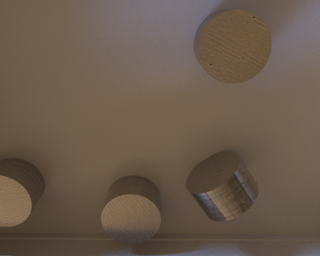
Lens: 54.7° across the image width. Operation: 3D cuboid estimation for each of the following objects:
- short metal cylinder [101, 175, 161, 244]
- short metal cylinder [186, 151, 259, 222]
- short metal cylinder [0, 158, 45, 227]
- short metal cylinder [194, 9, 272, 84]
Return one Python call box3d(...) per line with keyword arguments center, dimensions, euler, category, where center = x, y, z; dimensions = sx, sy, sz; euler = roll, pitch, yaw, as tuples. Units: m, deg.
box3d(center=(-0.039, 0.115, 0.440), dimensions=(0.081, 0.050, 0.079), euler=(0, 110, -1), category="short metal cylinder")
box3d(center=(0.082, 0.076, 0.411), dimensions=(0.080, 0.080, 0.050), euler=(-32, 107, 11), category="short metal cylinder")
box3d(center=(-0.208, 0.088, 0.427), dimensions=(0.081, 0.050, 0.079), euler=(0, 110, -1), category="short metal cylinder")
box3d(center=(0.082, -0.096, 0.364), dimensions=(0.081, 0.050, 0.079), euler=(0, 110, -1), category="short metal cylinder")
